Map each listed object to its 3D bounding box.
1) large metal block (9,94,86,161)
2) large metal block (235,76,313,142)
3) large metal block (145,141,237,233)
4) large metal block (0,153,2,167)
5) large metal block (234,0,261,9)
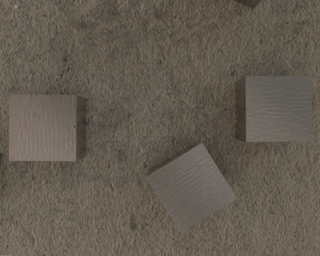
[{"bbox_3d":[-0.141,0.000,0.396,0.081,0.050,0.079,0,90,0],"label":"large metal block"},{"bbox_3d":[0.144,-0.023,0.398,0.081,0.050,0.079,-1,90,0],"label":"large metal block"},{"bbox_3d":[0.038,0.072,0.398,0.080,0.050,0.080,-32,90,0],"label":"large metal block"},{"bbox_3d":[-0.261,0.067,0.395,0.080,0.050,0.080,10,90,0],"label":"large metal block"},{"bbox_3d":[0.101,-0.201,0.383,0.080,0.080,0.050,23,90,0],"label":"large metal block"}]
